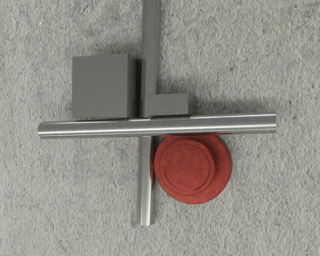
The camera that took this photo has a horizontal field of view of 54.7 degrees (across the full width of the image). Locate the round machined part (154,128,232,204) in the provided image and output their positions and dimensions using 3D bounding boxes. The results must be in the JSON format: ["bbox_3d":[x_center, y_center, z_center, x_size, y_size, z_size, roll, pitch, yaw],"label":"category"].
[{"bbox_3d":[0.038,0.047,0.386,0.098,0.042,0.097,0,90,19],"label":"round machined part"}]

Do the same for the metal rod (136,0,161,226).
[{"bbox_3d":[-0.015,-0.022,0.414,0.025,0.025,0.298,2,91,19],"label":"metal rod"}]

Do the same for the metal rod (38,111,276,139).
[{"bbox_3d":[-0.015,-0.001,0.388,0.301,0.025,0.025,-2,90,15],"label":"metal rod"}]

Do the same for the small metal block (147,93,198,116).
[{"bbox_3d":[0.017,-0.028,0.390,0.050,0.050,0.025,-1,90,19],"label":"small metal block"}]

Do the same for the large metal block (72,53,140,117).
[{"bbox_3d":[-0.070,-0.054,0.420,0.080,0.050,0.079,1,90,19],"label":"large metal block"}]
